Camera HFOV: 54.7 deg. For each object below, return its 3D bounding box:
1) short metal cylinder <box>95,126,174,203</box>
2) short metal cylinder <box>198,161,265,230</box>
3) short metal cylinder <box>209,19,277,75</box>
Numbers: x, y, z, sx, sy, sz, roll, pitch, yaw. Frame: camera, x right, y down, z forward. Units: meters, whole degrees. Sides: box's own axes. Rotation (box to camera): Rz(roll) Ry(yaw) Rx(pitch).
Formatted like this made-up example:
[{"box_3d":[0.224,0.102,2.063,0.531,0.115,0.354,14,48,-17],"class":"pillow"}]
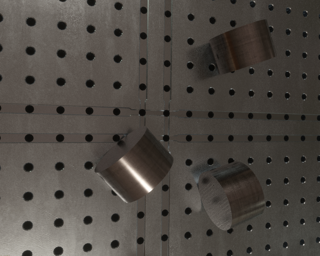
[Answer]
[{"box_3d":[-0.031,0.043,0.373,0.080,0.080,0.050,-44,104,-15],"class":"short metal cylinder"},{"box_3d":[0.095,0.091,0.420,0.050,0.080,0.080,-16,96,-20],"class":"short metal cylinder"},{"box_3d":[0.113,-0.110,0.427,0.081,0.080,0.050,-22,98,-19],"class":"short metal cylinder"}]
